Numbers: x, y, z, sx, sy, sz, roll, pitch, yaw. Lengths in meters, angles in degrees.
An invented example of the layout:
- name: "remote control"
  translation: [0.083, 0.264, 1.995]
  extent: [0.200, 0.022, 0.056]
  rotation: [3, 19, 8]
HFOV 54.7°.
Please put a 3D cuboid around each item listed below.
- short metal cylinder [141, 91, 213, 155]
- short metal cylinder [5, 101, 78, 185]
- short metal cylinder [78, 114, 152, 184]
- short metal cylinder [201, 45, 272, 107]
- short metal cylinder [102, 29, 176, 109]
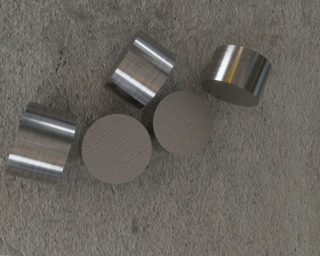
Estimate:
- name: "short metal cylinder"
  translation: [0.021, -0.006, 0.403]
  extent: [0.081, 0.050, 0.080]
  rotation: [0, 90, -20]
- name: "short metal cylinder"
  translation: [-0.126, 0.017, 0.333]
  extent: [0.050, 0.080, 0.080]
  rotation: [18, 84, -19]
- name: "short metal cylinder"
  translation: [-0.056, 0.024, 0.375]
  extent: [0.081, 0.050, 0.080]
  rotation: [0, 90, -20]
- name: "short metal cylinder"
  translation: [0.102, -0.068, 0.417]
  extent: [0.080, 0.080, 0.050]
  rotation: [25, 82, -18]
- name: "short metal cylinder"
  translation: [-0.026, -0.069, 0.370]
  extent: [0.050, 0.080, 0.080]
  rotation: [33, 79, -17]
